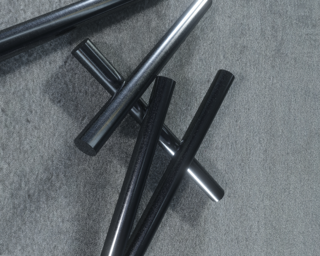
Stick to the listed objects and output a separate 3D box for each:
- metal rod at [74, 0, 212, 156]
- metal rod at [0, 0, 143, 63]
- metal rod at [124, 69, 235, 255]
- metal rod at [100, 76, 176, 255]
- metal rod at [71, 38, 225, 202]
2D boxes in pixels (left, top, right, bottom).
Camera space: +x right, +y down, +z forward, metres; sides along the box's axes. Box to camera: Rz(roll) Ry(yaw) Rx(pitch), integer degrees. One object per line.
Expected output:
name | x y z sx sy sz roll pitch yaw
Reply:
metal rod | -0.003 -0.085 0.379 0.025 0.025 0.301 53 51 -27
metal rod | -0.076 -0.130 0.341 0.302 0.025 0.025 -39 114 -33
metal rod | 0.021 0.055 0.396 0.025 0.025 0.300 37 76 -34
metal rod | -0.036 0.084 0.356 0.025 0.025 0.299 22 82 -38
metal rod | 0.001 0.008 0.407 0.300 0.025 0.025 48 62 -30
